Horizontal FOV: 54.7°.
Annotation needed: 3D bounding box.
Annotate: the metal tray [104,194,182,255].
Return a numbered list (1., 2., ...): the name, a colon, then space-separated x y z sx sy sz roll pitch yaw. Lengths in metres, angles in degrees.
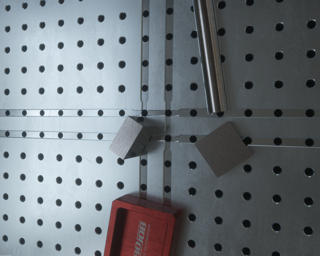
1. metal tray: -0.027 0.165 0.418 0.090 0.030 0.129 11 94 19

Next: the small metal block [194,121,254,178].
1. small metal block: 0.080 0.026 0.384 0.050 0.025 0.050 -37 79 16

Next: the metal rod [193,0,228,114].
1. metal rod: 0.053 -0.167 0.393 0.025 0.025 0.298 -8 87 19

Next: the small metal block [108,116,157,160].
1. small metal block: -0.035 0.012 0.411 0.025 0.050 0.050 34 101 16
